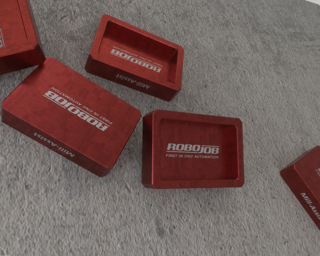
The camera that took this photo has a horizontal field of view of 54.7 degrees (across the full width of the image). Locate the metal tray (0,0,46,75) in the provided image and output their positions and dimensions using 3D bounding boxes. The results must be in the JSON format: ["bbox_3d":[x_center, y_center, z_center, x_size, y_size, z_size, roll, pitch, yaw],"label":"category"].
[{"bbox_3d":[-0.192,-0.122,0.350,0.091,0.030,0.130,-18,69,-11],"label":"metal tray"}]

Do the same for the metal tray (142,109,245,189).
[{"bbox_3d":[0.044,0.029,0.387,0.131,0.030,0.090,5,80,-26],"label":"metal tray"}]

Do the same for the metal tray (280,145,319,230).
[{"bbox_3d":[0.255,0.101,0.476,0.091,0.030,0.130,-23,74,-36],"label":"metal tray"}]

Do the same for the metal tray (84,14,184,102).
[{"bbox_3d":[-0.032,-0.100,0.443,0.131,0.030,0.090,18,55,-18],"label":"metal tray"}]

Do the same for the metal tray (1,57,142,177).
[{"bbox_3d":[-0.097,-0.014,0.357,0.130,0.030,0.090,32,52,-8],"label":"metal tray"}]
